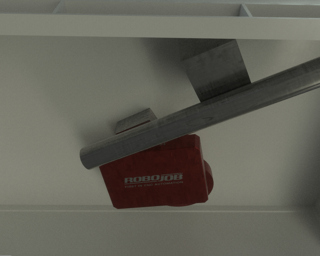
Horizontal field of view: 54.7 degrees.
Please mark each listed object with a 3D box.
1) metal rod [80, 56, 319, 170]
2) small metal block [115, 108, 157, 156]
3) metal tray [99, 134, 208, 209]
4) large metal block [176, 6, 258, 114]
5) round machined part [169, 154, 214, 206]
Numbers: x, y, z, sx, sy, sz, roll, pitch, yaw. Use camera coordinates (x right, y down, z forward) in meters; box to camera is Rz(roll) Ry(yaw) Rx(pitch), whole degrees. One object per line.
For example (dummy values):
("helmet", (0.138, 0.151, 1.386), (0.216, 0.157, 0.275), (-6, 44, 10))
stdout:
("metal rod", (0.058, -0.018, 0.289), (0.301, 0.025, 0.025), (-21, 127, 16))
("small metal block", (-0.023, 0.007, 0.415), (0.050, 0.025, 0.050), (-22, 127, 17))
("metal tray", (-0.007, 0.060, 0.409), (0.131, 0.030, 0.089), (-7, 119, 10))
("large metal block", (0.058, -0.065, 0.319), (0.050, 0.080, 0.080), (-21, 127, 16))
("round machined part", (0.027, 0.070, 0.458), (0.099, 0.042, 0.097), (-1, 130, 0))
